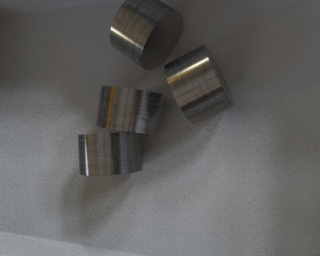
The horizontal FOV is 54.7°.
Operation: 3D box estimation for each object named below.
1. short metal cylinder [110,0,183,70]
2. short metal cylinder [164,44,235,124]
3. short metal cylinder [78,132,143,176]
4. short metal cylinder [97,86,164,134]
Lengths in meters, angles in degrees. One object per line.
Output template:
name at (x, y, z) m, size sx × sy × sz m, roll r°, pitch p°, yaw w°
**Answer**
short metal cylinder at (-0.016, -0.120, 0.387) m, size 0.050 × 0.080 × 0.080 m, roll 37°, pitch 102°, yaw 16°
short metal cylinder at (0.047, -0.051, 0.364) m, size 0.050 × 0.080 × 0.080 m, roll -26°, pitch 82°, yaw 18°
short metal cylinder at (-0.064, 0.031, 0.404) m, size 0.080 × 0.080 × 0.050 m, roll -4°, pitch 89°, yaw 20°
short metal cylinder at (-0.038, -0.023, 0.394) m, size 0.080 × 0.080 × 0.050 m, roll 9°, pitch 93°, yaw 20°
